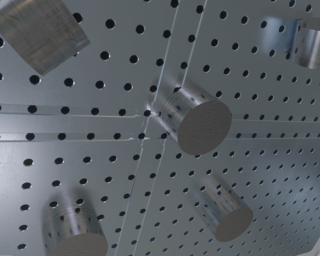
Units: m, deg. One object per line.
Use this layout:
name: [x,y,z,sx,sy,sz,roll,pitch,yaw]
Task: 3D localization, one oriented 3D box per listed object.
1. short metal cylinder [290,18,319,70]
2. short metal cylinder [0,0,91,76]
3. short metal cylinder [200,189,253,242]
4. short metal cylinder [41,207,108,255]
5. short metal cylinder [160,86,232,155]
short metal cylinder: [0.226,-0.117,0.426,0.081,0.080,0.050,-15,125,-20]
short metal cylinder: [-0.104,-0.091,0.262,0.050,0.080,0.080,-37,129,-4]
short metal cylinder: [0.119,0.157,0.557,0.081,0.050,0.079,-14,124,-21]
short metal cylinder: [-0.118,0.156,0.427,0.081,0.050,0.079,-14,124,-21]
short metal cylinder: [0.048,-0.010,0.414,0.081,0.050,0.079,-14,124,-21]
